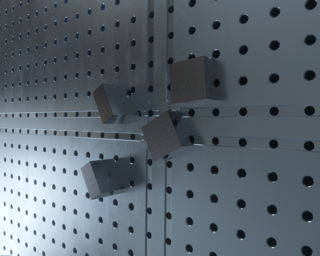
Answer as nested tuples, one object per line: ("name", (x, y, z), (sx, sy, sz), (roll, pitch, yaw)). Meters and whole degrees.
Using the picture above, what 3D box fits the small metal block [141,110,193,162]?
("small metal block", (0.008, 0.011, 0.403), (0.050, 0.025, 0.050), (-32, 70, 35))

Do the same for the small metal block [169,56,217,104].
("small metal block", (0.040, -0.056, 0.377), (0.050, 0.025, 0.050), (-5, 87, 40))

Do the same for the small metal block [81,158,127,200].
("small metal block", (-0.084, 0.075, 0.464), (0.025, 0.050, 0.050), (-37, 68, 34))

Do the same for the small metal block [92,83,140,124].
("small metal block", (-0.063, -0.034, 0.446), (0.025, 0.050, 0.050), (-35, 69, 35))
